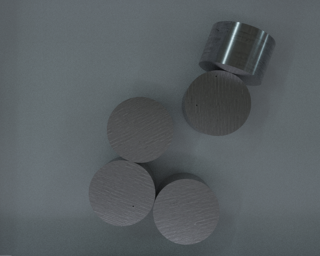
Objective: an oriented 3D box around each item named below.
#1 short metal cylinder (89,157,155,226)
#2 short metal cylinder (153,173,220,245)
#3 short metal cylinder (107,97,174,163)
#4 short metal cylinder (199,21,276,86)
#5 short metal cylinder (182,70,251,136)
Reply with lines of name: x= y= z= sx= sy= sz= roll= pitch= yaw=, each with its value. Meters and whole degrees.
short metal cylinder: x=-0.046 y=0.079 z=0.398 sx=0.081 sy=0.050 sz=0.080 roll=0 pitch=90 yaw=0
short metal cylinder: x=0.032 y=0.101 z=0.399 sx=0.081 sy=0.050 sz=0.080 roll=0 pitch=90 yaw=0
short metal cylinder: x=-0.024 y=0.002 z=0.399 sx=0.081 sy=0.050 sz=0.080 roll=0 pitch=90 yaw=0
short metal cylinder: x=0.095 y=-0.090 z=0.384 sx=0.080 sy=0.080 sz=0.050 roll=20 pitch=90 yaw=0
short metal cylinder: x=0.070 y=-0.030 z=0.399 sx=0.081 sy=0.050 sz=0.080 roll=0 pitch=90 yaw=0
